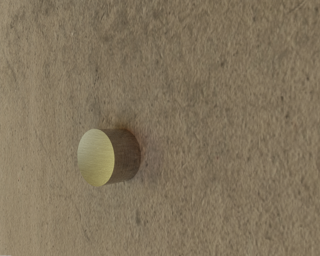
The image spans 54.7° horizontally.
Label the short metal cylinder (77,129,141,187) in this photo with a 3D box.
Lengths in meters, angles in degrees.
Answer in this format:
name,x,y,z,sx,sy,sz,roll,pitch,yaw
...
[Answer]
name,x,y,z,sx,sy,sz,roll,pitch,yaw
short metal cylinder,-0.074,0.041,0.447,0.080,0.050,0.079,0,90,39
